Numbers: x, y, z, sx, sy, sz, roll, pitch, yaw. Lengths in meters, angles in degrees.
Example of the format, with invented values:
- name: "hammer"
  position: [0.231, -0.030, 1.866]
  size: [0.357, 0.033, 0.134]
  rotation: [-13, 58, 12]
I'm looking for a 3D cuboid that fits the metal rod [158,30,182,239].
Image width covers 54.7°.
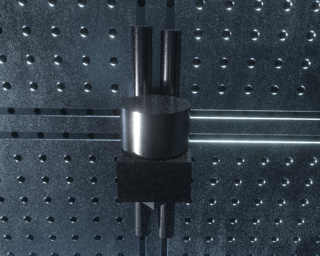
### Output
- name: "metal rod"
  position: [0.011, 0.022, 0.423]
  size: [0.025, 0.025, 0.298]
  rotation: [1, 110, -1]

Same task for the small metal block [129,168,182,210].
- name: "small metal block"
  position: [-0.007, 0.075, 0.403]
  size: [0.050, 0.050, 0.025]
  rotation: [-18, 118, -42]

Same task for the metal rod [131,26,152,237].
- name: "metal rod"
  position: [-0.024, 0.018, 0.421]
  size: [0.025, 0.025, 0.298]
  rotation: [1, 110, -1]

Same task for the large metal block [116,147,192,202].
- name: "large metal block"
  position: [-0.006, 0.046, 0.374]
  size: [0.081, 0.080, 0.050]
  rotation: [0, 110, -1]

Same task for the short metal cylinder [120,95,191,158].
- name: "short metal cylinder"
  position: [-0.006, -0.005, 0.360]
  size: [0.081, 0.080, 0.050]
  rotation: [1, 110, -1]
